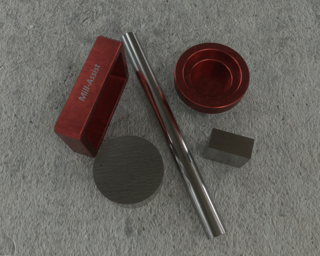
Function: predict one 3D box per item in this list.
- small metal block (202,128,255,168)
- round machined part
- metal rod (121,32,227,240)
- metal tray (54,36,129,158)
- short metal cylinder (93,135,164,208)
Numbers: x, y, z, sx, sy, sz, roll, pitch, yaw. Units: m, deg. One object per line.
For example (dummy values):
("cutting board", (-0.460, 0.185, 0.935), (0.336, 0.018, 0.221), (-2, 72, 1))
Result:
("small metal block", (0.083, 0.026, 0.385), (0.050, 0.050, 0.025), (16, 71, 5))
("round machined part", (0.068, -0.064, 0.424), (0.099, 0.042, 0.098), (0, 70, -1))
("metal rod", (0.011, -0.003, 0.411), (0.025, 0.025, 0.299), (-21, 72, -8))
("metal tray", (-0.079, -0.036, 0.387), (0.030, 0.090, 0.130), (17, 71, 6))
("short metal cylinder", (-0.036, 0.054, 0.375), (0.081, 0.050, 0.080), (0, 70, 0))
